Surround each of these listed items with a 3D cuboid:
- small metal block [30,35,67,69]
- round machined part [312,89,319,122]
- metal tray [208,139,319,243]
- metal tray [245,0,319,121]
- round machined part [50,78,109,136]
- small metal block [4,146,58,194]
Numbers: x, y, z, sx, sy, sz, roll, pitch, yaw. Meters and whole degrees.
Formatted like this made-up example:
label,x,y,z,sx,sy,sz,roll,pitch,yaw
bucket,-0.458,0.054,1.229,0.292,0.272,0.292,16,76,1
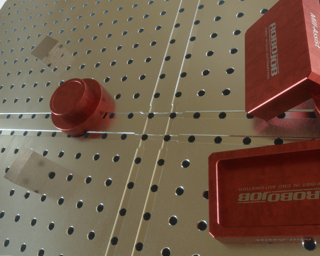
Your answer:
label,x,y,z,sx,sy,sz,roll,pitch,yaw
small metal block,-0.222,-0.153,0.619,0.050,0.025,0.050,32,79,38
round machined part,0.206,-0.027,0.305,0.098,0.042,0.098,-13,56,21
metal tray,0.115,0.063,0.305,0.130,0.030,0.090,-10,57,23
metal tray,0.138,-0.083,0.352,0.090,0.030,0.130,-39,37,54
round machined part,-0.134,-0.040,0.493,0.098,0.042,0.098,-13,56,21
small metal block,-0.187,0.062,0.453,0.025,0.050,0.050,16,70,34
